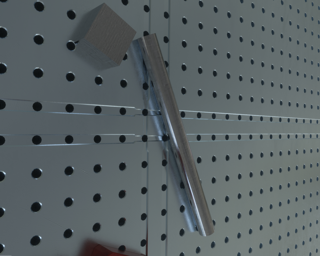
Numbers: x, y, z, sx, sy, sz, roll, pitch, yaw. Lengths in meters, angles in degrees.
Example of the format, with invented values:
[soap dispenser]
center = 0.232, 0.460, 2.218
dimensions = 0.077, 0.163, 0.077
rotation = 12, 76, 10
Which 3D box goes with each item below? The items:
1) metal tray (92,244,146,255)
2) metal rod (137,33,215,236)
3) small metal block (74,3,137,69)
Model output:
[metal tray]
center = -0.056, 0.213, 0.361
dimensions = 0.090, 0.030, 0.130
rotation = 32, 70, -36
[metal rod]
center = 0.027, 0.020, 0.434
dimensions = 0.025, 0.025, 0.298
rotation = -29, 108, -36
[small metal block]
center = -0.062, -0.105, 0.358
dimensions = 0.050, 0.025, 0.050
rotation = 36, 68, -35
